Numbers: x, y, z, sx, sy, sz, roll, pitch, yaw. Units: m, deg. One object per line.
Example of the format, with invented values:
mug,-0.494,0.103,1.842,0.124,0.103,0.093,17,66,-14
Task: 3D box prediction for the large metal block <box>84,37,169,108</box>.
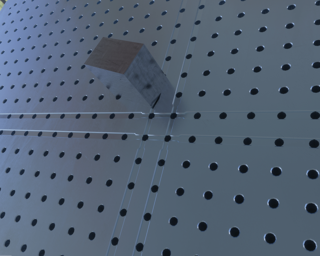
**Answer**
large metal block,-0.047,-0.080,0.448,0.080,0.080,0.050,20,73,35
